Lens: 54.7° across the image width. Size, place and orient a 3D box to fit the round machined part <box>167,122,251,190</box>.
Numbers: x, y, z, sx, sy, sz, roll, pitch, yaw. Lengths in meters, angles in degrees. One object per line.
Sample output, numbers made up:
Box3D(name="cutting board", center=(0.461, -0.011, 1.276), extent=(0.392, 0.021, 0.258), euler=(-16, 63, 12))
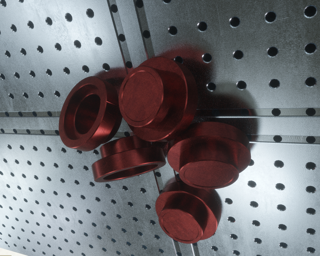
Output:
Box3D(name="round machined part", center=(0.057, 0.039, 0.368), extent=(0.099, 0.042, 0.097), euler=(3, 142, 3))

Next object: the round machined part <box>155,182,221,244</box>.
Box3D(name="round machined part", center=(0.037, 0.132, 0.462), extent=(0.098, 0.042, 0.097), euler=(13, 124, 20))

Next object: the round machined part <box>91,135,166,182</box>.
Box3D(name="round machined part", center=(-0.044, 0.040, 0.421), extent=(0.098, 0.099, 0.042), euler=(-27, 72, 37))

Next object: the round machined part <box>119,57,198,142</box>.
Box3D(name="round machined part", center=(-0.009, -0.033, 0.353), extent=(0.098, 0.042, 0.097), euler=(-4, 83, 40))

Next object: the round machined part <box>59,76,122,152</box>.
Box3D(name="round machined part", center=(-0.088, -0.016, 0.412), extent=(0.098, 0.098, 0.042), euler=(-20, 151, 35))
